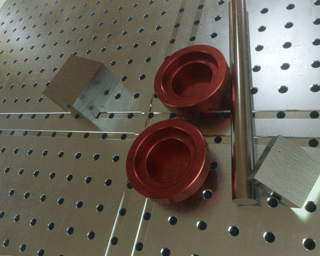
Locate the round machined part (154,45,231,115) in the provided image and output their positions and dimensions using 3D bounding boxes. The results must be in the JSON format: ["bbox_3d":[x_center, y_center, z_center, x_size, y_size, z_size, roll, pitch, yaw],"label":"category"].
[{"bbox_3d":[0.045,-0.059,0.410,0.098,0.042,0.098,-13,56,21],"label":"round machined part"}]

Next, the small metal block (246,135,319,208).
[{"bbox_3d":[0.123,0.043,0.304,0.050,0.025,0.050,33,78,7],"label":"small metal block"}]

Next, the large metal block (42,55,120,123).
[{"bbox_3d":[-0.126,-0.065,0.499,0.080,0.050,0.080,21,73,35],"label":"large metal block"}]

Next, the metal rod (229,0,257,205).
[{"bbox_3d":[0.101,-0.055,0.388,0.025,0.025,0.299,-8,58,24],"label":"metal rod"}]

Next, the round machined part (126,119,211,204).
[{"bbox_3d":[0.013,0.042,0.365,0.098,0.042,0.098,-13,56,21],"label":"round machined part"}]
